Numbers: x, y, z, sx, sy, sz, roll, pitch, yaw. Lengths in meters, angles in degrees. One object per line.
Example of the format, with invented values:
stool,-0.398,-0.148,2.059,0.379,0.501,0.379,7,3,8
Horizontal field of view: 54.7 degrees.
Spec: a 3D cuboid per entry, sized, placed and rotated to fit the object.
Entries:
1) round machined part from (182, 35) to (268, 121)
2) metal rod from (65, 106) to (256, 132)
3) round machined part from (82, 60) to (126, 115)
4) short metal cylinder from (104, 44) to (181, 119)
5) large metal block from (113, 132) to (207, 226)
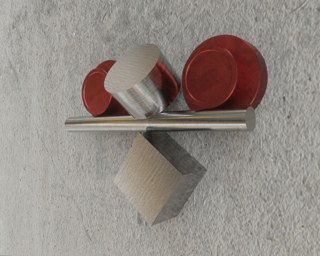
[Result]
round machined part,0.063,-0.054,0.343,0.098,0.042,0.097,0,90,40
metal rod,-0.026,-0.007,0.400,0.300,0.025,0.025,-1,90,40
round machined part,-0.079,-0.052,0.459,0.098,0.042,0.097,0,90,40
short metal cylinder,-0.021,-0.058,0.384,0.080,0.050,0.080,-23,42,23
large metal block,-0.002,0.060,0.389,0.080,0.050,0.080,43,116,31
